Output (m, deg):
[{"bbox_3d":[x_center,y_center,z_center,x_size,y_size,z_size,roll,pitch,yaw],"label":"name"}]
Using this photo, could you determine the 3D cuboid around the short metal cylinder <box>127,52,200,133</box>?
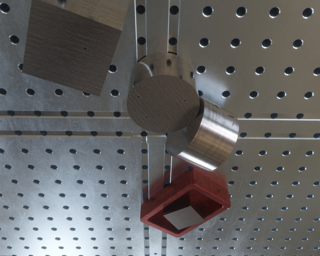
[{"bbox_3d":[0.004,-0.040,0.361,0.081,0.050,0.079,0,130,0],"label":"short metal cylinder"}]

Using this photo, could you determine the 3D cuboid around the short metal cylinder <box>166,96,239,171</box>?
[{"bbox_3d":[0.050,0.006,0.381,0.050,0.080,0.080,25,126,-20],"label":"short metal cylinder"}]

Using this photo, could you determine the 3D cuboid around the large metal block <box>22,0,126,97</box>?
[{"bbox_3d":[-0.087,-0.089,0.318,0.081,0.050,0.079,17,128,-14],"label":"large metal block"}]

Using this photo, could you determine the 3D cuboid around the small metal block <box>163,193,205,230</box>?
[{"bbox_3d":[0.040,0.139,0.513,0.050,0.025,0.050,-25,126,20],"label":"small metal block"}]

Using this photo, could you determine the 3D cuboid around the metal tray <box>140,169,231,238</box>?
[{"bbox_3d":[0.040,0.131,0.519,0.090,0.030,0.129,33,123,-25],"label":"metal tray"}]
